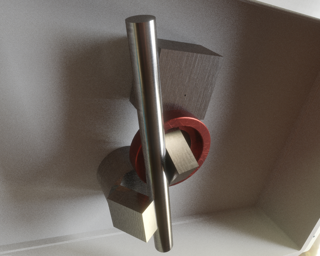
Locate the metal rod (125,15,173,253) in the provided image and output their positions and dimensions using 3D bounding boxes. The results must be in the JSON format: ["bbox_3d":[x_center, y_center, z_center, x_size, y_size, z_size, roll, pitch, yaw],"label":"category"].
[{"bbox_3d":[-0.005,0.034,0.336,0.025,0.025,0.298,-18,126,-19],"label":"metal rod"}]

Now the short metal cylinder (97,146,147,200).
[{"bbox_3d":[-0.038,0.071,0.416,0.081,0.050,0.079,-14,125,-21],"label":"short metal cylinder"}]

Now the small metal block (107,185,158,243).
[{"bbox_3d":[-0.032,0.102,0.370,0.025,0.050,0.050,-44,139,-44],"label":"small metal block"}]

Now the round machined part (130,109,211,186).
[{"bbox_3d":[0.009,0.021,0.377,0.099,0.042,0.097,-14,125,-21],"label":"round machined part"}]

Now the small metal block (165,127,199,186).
[{"bbox_3d":[0.015,0.034,0.359,0.025,0.050,0.050,-19,161,-22],"label":"small metal block"}]

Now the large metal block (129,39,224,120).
[{"bbox_3d":[0.017,-0.057,0.365,0.081,0.050,0.079,0,119,-29],"label":"large metal block"}]
